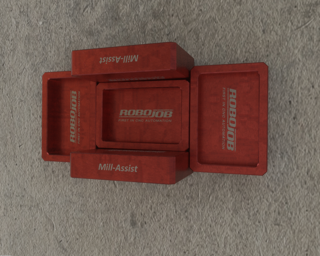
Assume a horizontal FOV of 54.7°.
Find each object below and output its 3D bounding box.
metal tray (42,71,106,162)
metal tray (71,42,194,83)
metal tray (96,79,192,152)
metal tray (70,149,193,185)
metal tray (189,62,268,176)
[{"bbox_3d":[-0.125,-0.016,0.450,0.090,0.030,0.129,1,90,19],"label":"metal tray"},{"bbox_3d":[-0.031,-0.076,0.386,0.130,0.090,0.030,0,90,19],"label":"metal tray"},{"bbox_3d":[-0.021,-0.016,0.414,0.130,0.030,0.089,1,90,19],"label":"metal tray"},{"bbox_3d":[-0.032,0.044,0.384,0.130,0.090,0.030,0,90,19],"label":"metal tray"},{"bbox_3d":[0.084,-0.011,0.377,0.090,0.030,0.129,1,90,19],"label":"metal tray"}]
